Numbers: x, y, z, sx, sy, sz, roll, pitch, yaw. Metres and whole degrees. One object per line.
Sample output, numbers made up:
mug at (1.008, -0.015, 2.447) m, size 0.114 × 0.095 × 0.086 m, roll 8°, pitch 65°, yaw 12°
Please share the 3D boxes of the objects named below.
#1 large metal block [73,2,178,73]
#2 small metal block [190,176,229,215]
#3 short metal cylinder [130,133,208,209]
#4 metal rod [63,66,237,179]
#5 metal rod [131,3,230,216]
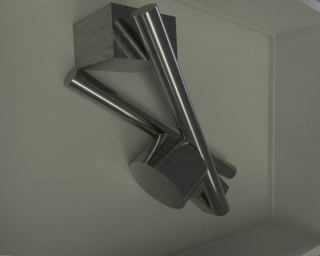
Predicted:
large metal block at (-0.039, -0.093, 0.339) m, size 0.081 × 0.080 × 0.050 m, roll -5°, pitch 94°, yaw -40°
small metal block at (0.073, 0.096, 0.469) m, size 0.050 × 0.025 × 0.050 m, roll 46°, pitch 63°, yaw -31°
short metal cylinder at (0.010, 0.053, 0.379) m, size 0.050 × 0.080 × 0.080 m, roll -48°, pitch 119°, yaw -30°
metal rod at (0.010, 0.008, 0.415) m, size 0.301 × 0.025 × 0.025 m, roll 31°, pitch 71°, yaw -36°
metal rod at (0.037, 0.006, 0.362) m, size 0.025 × 0.025 × 0.299 m, roll -48°, pitch 131°, yaw -29°
